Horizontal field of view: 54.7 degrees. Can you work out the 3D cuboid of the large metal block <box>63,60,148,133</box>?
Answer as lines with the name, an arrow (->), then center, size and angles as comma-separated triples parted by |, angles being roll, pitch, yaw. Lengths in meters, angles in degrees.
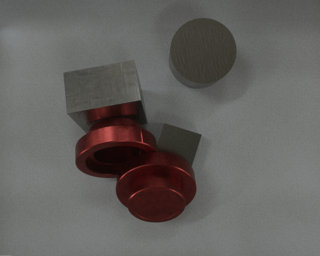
large metal block -> -0.062, -0.034, 0.377 | 0.080, 0.080, 0.050 | -10, 72, 0

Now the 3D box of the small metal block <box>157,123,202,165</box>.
small metal block -> 0.022, 0.025, 0.412 | 0.050, 0.025, 0.050 | 17, 90, -1

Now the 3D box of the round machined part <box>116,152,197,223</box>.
round machined part -> -0.004, 0.078, 0.377 | 0.099, 0.042, 0.097 | -1, 129, -1

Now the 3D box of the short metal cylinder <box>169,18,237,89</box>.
short metal cylinder -> 0.053, -0.094, 0.400 | 0.081, 0.050, 0.079 | 0, 90, -1

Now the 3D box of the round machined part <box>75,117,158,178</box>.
round machined part -> -0.053, 0.023, 0.382 | 0.099, 0.098, 0.042 | -10, 59, 0
